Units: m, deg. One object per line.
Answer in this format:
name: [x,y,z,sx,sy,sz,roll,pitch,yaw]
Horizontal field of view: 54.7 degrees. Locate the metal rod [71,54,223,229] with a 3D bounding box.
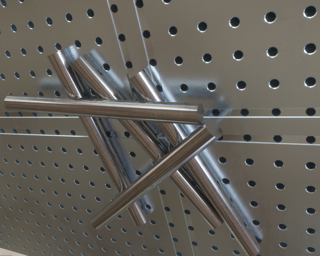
metal rod: [-0.012,0.023,0.430,0.025,0.025,0.300,-34,100,38]

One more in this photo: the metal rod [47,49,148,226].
metal rod: [-0.087,0.027,0.471,0.025,0.025,0.299,-10,114,32]

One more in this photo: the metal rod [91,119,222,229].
metal rod: [-0.023,0.081,0.439,0.025,0.025,0.299,44,129,-3]

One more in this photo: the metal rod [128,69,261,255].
metal rod: [0.052,0.054,0.416,0.025,0.025,0.299,-25,105,36]

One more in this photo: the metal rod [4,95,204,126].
metal rod: [-0.091,-0.027,0.408,0.301,0.025,0.025,5,121,25]
